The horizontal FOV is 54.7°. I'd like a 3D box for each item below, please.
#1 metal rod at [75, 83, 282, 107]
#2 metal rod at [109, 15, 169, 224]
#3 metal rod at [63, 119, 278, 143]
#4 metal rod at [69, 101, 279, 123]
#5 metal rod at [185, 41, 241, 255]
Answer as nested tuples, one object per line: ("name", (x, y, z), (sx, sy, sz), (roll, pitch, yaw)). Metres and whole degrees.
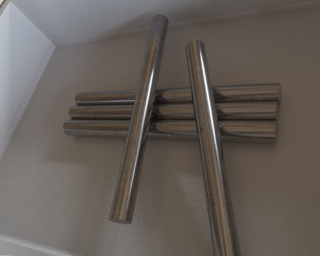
("metal rod", (0.005, -0.042, 0.426), (0.300, 0.025, 0.025), (1, 62, 28))
("metal rod", (-0.021, -0.031, 0.400), (0.025, 0.025, 0.299), (-5, 59, 25))
("metal rod", (-0.007, 0.002, 0.405), (0.300, 0.025, 0.025), (1, 62, 28))
("metal rod", (-0.002, -0.020, 0.416), (0.300, 0.025, 0.025), (1, 62, 28))
("metal rod", (0.055, 0.031, 0.329), (0.025, 0.025, 0.299), (-15, 62, 20))
